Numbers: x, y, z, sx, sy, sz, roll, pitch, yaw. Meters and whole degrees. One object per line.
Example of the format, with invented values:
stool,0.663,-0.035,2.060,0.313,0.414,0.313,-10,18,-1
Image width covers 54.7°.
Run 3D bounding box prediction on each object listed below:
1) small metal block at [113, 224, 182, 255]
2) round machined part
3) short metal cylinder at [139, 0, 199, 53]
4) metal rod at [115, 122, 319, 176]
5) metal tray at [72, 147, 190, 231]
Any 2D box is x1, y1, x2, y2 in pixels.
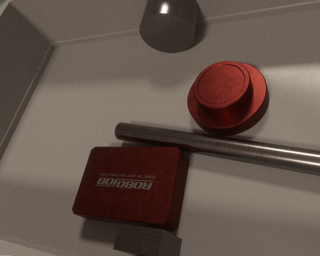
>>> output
small metal block,-0.011,0.120,0.321,0.050,0.050,0.025,-2,61,27
round machined part,0.079,-0.043,0.379,0.098,0.042,0.098,-13,56,20
short metal cylinder,0.014,-0.157,0.458,0.080,0.080,0.050,-1,61,27
metal rod,0.073,0.022,0.352,0.300,0.025,0.025,8,66,31
metal tray,-0.036,0.069,0.377,0.130,0.030,0.090,-2,61,27
